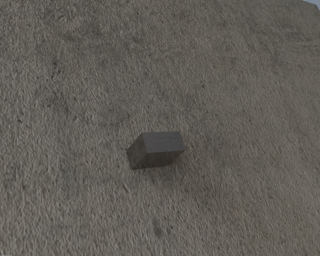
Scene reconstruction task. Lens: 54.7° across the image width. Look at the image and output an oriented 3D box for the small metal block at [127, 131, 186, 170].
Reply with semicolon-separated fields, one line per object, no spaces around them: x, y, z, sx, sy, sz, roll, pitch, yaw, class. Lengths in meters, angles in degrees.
-0.006;0.027;0.370;0.050;0.050;0.025;-2;63;-29;small metal block
